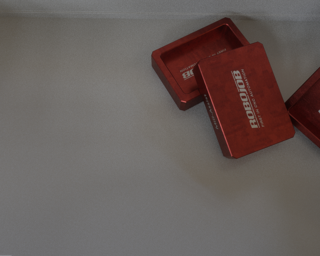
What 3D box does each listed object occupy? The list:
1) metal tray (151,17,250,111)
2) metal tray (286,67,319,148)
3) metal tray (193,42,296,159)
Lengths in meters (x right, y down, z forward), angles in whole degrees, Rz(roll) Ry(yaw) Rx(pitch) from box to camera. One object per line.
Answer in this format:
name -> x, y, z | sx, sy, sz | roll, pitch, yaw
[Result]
metal tray -> 0.065, -0.093, 0.440 | 0.131, 0.030, 0.090 | -28, 72, -10
metal tray -> 0.218, -0.035, 0.367 | 0.030, 0.129, 0.090 | -33, 72, -36
metal tray -> 0.107, -0.035, 0.399 | 0.091, 0.030, 0.129 | -19, 88, -10
